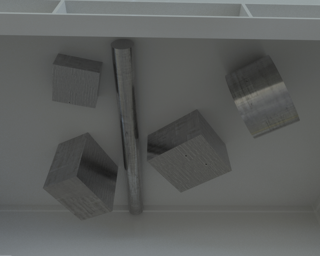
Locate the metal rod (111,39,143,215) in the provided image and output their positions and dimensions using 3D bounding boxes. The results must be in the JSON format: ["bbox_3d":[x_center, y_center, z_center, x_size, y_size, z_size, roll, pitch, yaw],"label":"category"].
[{"bbox_3d":[-0.040,0.024,0.428,0.025,0.025,0.298,0,130,0],"label":"metal rod"}]

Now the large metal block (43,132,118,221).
[{"bbox_3d":[-0.104,0.067,0.429,0.050,0.080,0.080,-21,127,16],"label":"large metal block"}]

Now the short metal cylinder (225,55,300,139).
[{"bbox_3d":[0.114,-0.034,0.346,0.050,0.080,0.080,-25,126,19],"label":"short metal cylinder"}]

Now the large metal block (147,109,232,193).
[{"bbox_3d":[0.039,0.034,0.422,0.080,0.050,0.080,-29,125,22],"label":"large metal block"}]

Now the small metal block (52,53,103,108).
[{"bbox_3d":[-0.097,-0.054,0.362,0.050,0.025,0.050,10,130,-9],"label":"small metal block"}]
